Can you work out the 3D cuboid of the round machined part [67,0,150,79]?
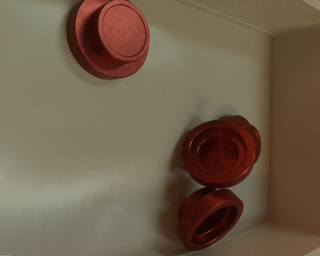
[{"bbox_3d":[-0.051,-0.106,0.353,0.099,0.042,0.097,0,90,-40],"label":"round machined part"}]

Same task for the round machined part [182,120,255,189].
[{"bbox_3d":[0.083,0.040,0.436,0.098,0.098,0.042,-59,152,-23],"label":"round machined part"}]

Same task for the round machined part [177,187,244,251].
[{"bbox_3d":[0.064,0.120,0.430,0.099,0.042,0.097,-20,134,-23],"label":"round machined part"}]

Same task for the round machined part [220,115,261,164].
[{"bbox_3d":[0.127,0.028,0.502,0.099,0.042,0.097,0,90,-40],"label":"round machined part"}]
